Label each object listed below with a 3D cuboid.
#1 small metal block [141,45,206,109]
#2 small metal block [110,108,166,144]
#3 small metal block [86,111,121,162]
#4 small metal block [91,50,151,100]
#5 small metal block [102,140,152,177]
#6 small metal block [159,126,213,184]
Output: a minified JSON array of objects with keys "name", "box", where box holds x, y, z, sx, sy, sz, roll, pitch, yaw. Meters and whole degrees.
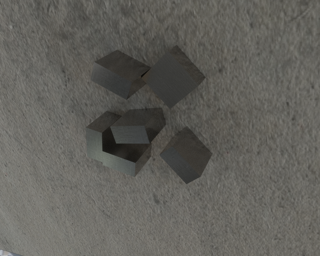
[{"name":"small metal block","box":[0.016,-0.059,0.361,0.050,0.025,0.050,47,129,-6]},{"name":"small metal block","box":[-0.027,-0.003,0.401,0.050,0.050,0.025,-1,118,28]},{"name":"small metal block","box":[-0.078,0.011,0.437,0.025,0.050,0.050,18,125,18]},{"name":"small metal block","box":[-0.046,-0.065,0.373,0.050,0.050,0.025,29,128,9]},{"name":"small metal block","box":[-0.045,0.037,0.436,0.050,0.050,0.025,18,125,17]},{"name":"small metal block","box":[0.034,0.034,0.392,0.050,0.050,0.025,48,129,-6]}]
